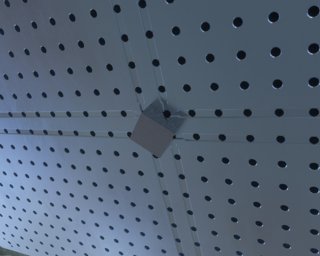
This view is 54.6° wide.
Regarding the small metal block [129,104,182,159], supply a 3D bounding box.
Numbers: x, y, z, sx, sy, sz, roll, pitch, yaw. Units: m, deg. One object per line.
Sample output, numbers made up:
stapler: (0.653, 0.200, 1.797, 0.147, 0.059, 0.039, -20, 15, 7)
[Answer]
small metal block: (-0.007, 0.005, 0.418, 0.050, 0.025, 0.050, 33, 129, 6)
